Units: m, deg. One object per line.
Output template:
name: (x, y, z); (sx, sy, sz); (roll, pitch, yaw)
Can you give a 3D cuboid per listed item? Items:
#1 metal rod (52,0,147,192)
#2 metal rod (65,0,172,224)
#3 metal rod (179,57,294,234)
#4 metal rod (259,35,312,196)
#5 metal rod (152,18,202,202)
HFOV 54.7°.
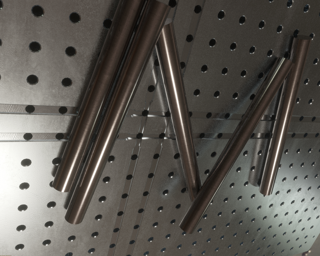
metal rod: (-0.063, -0.055, 0.343); (0.025, 0.025, 0.298); (12, 112, -34)
metal rod: (-0.059, -0.002, 0.368); (0.025, 0.025, 0.298); (10, 116, -33)
metal rod: (0.113, 0.031, 0.473); (0.025, 0.025, 0.299); (23, 99, -37)
metal rod: (0.205, -0.004, 0.523); (0.025, 0.025, 0.298); (-14, 124, -21)
metal rod: (0.031, 0.000, 0.429); (0.025, 0.025, 0.298); (-25, 128, -14)
